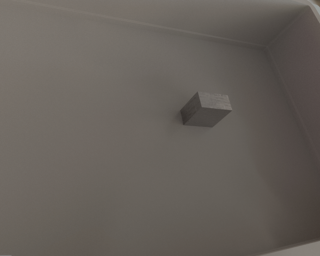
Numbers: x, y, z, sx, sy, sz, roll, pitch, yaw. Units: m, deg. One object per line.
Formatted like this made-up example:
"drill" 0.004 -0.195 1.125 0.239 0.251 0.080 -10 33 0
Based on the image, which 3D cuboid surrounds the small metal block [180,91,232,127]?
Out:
"small metal block" 0.065 -0.025 0.439 0.050 0.050 0.025 4 60 -26
